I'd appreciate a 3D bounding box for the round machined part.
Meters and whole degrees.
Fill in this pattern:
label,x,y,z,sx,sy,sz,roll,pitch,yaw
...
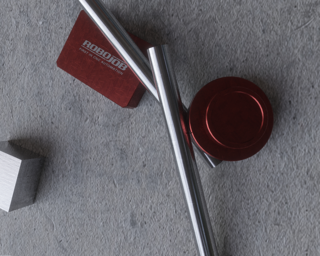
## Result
label,x,y,z,sx,sy,sz,roll,pitch,yaw
round machined part,0.082,-0.011,0.353,0.099,0.042,0.097,0,88,-3

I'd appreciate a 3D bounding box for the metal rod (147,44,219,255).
label,x,y,z,sx,sy,sz,roll,pitch,yaw
metal rod,0.033,0.053,0.367,0.025,0.025,0.298,-12,97,19

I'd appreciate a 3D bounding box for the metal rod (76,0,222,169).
label,x,y,z,sx,sy,sz,roll,pitch,yaw
metal rod,-0.022,-0.074,0.383,0.025,0.025,0.300,-38,91,16

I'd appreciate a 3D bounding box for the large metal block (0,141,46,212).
label,x,y,z,sx,sy,sz,roll,pitch,yaw
large metal block,-0.234,0.071,0.476,0.080,0.050,0.080,19,96,18

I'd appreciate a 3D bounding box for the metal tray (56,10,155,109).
label,x,y,z,sx,sy,sz,roll,pitch,yaw
metal tray,-0.071,-0.096,0.430,0.130,0.030,0.090,32,100,16
